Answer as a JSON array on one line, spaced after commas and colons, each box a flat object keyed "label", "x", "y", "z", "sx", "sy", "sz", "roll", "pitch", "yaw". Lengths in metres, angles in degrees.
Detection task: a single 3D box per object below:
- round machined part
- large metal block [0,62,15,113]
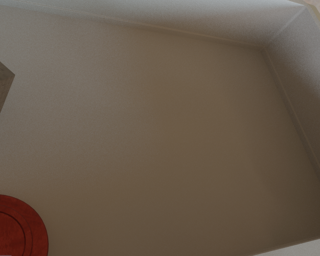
[{"label": "round machined part", "x": -0.144, "y": 0.102, "z": 0.256, "sx": 0.099, "sy": 0.042, "sz": 0.098, "roll": 14, "pitch": 56, "yaw": -21}, {"label": "large metal block", "x": -0.193, "y": -0.040, "z": 0.284, "sx": 0.080, "sy": 0.080, "sz": 0.050, "roll": 42, "pitch": 36, "yaw": 0}]
